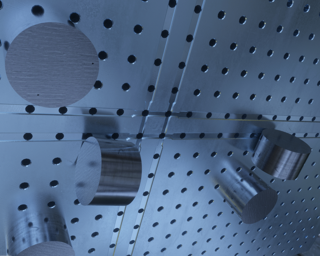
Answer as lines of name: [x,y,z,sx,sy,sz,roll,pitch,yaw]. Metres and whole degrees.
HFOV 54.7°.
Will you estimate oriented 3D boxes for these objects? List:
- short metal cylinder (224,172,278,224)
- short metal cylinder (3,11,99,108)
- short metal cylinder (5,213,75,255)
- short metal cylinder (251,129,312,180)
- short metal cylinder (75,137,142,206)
short metal cylinder: [0.167,0.128,0.569,0.081,0.050,0.079,-14,125,-21]
short metal cylinder: [-0.105,-0.066,0.297,0.081,0.050,0.079,-14,124,-21]
short metal cylinder: [-0.158,0.160,0.409,0.081,0.050,0.079,-14,125,-21]
short metal cylinder: [0.200,0.042,0.514,0.081,0.080,0.050,1,118,-30]
short metal cylinder: [-0.064,0.053,0.375,0.050,0.080,0.079,10,113,-33]
